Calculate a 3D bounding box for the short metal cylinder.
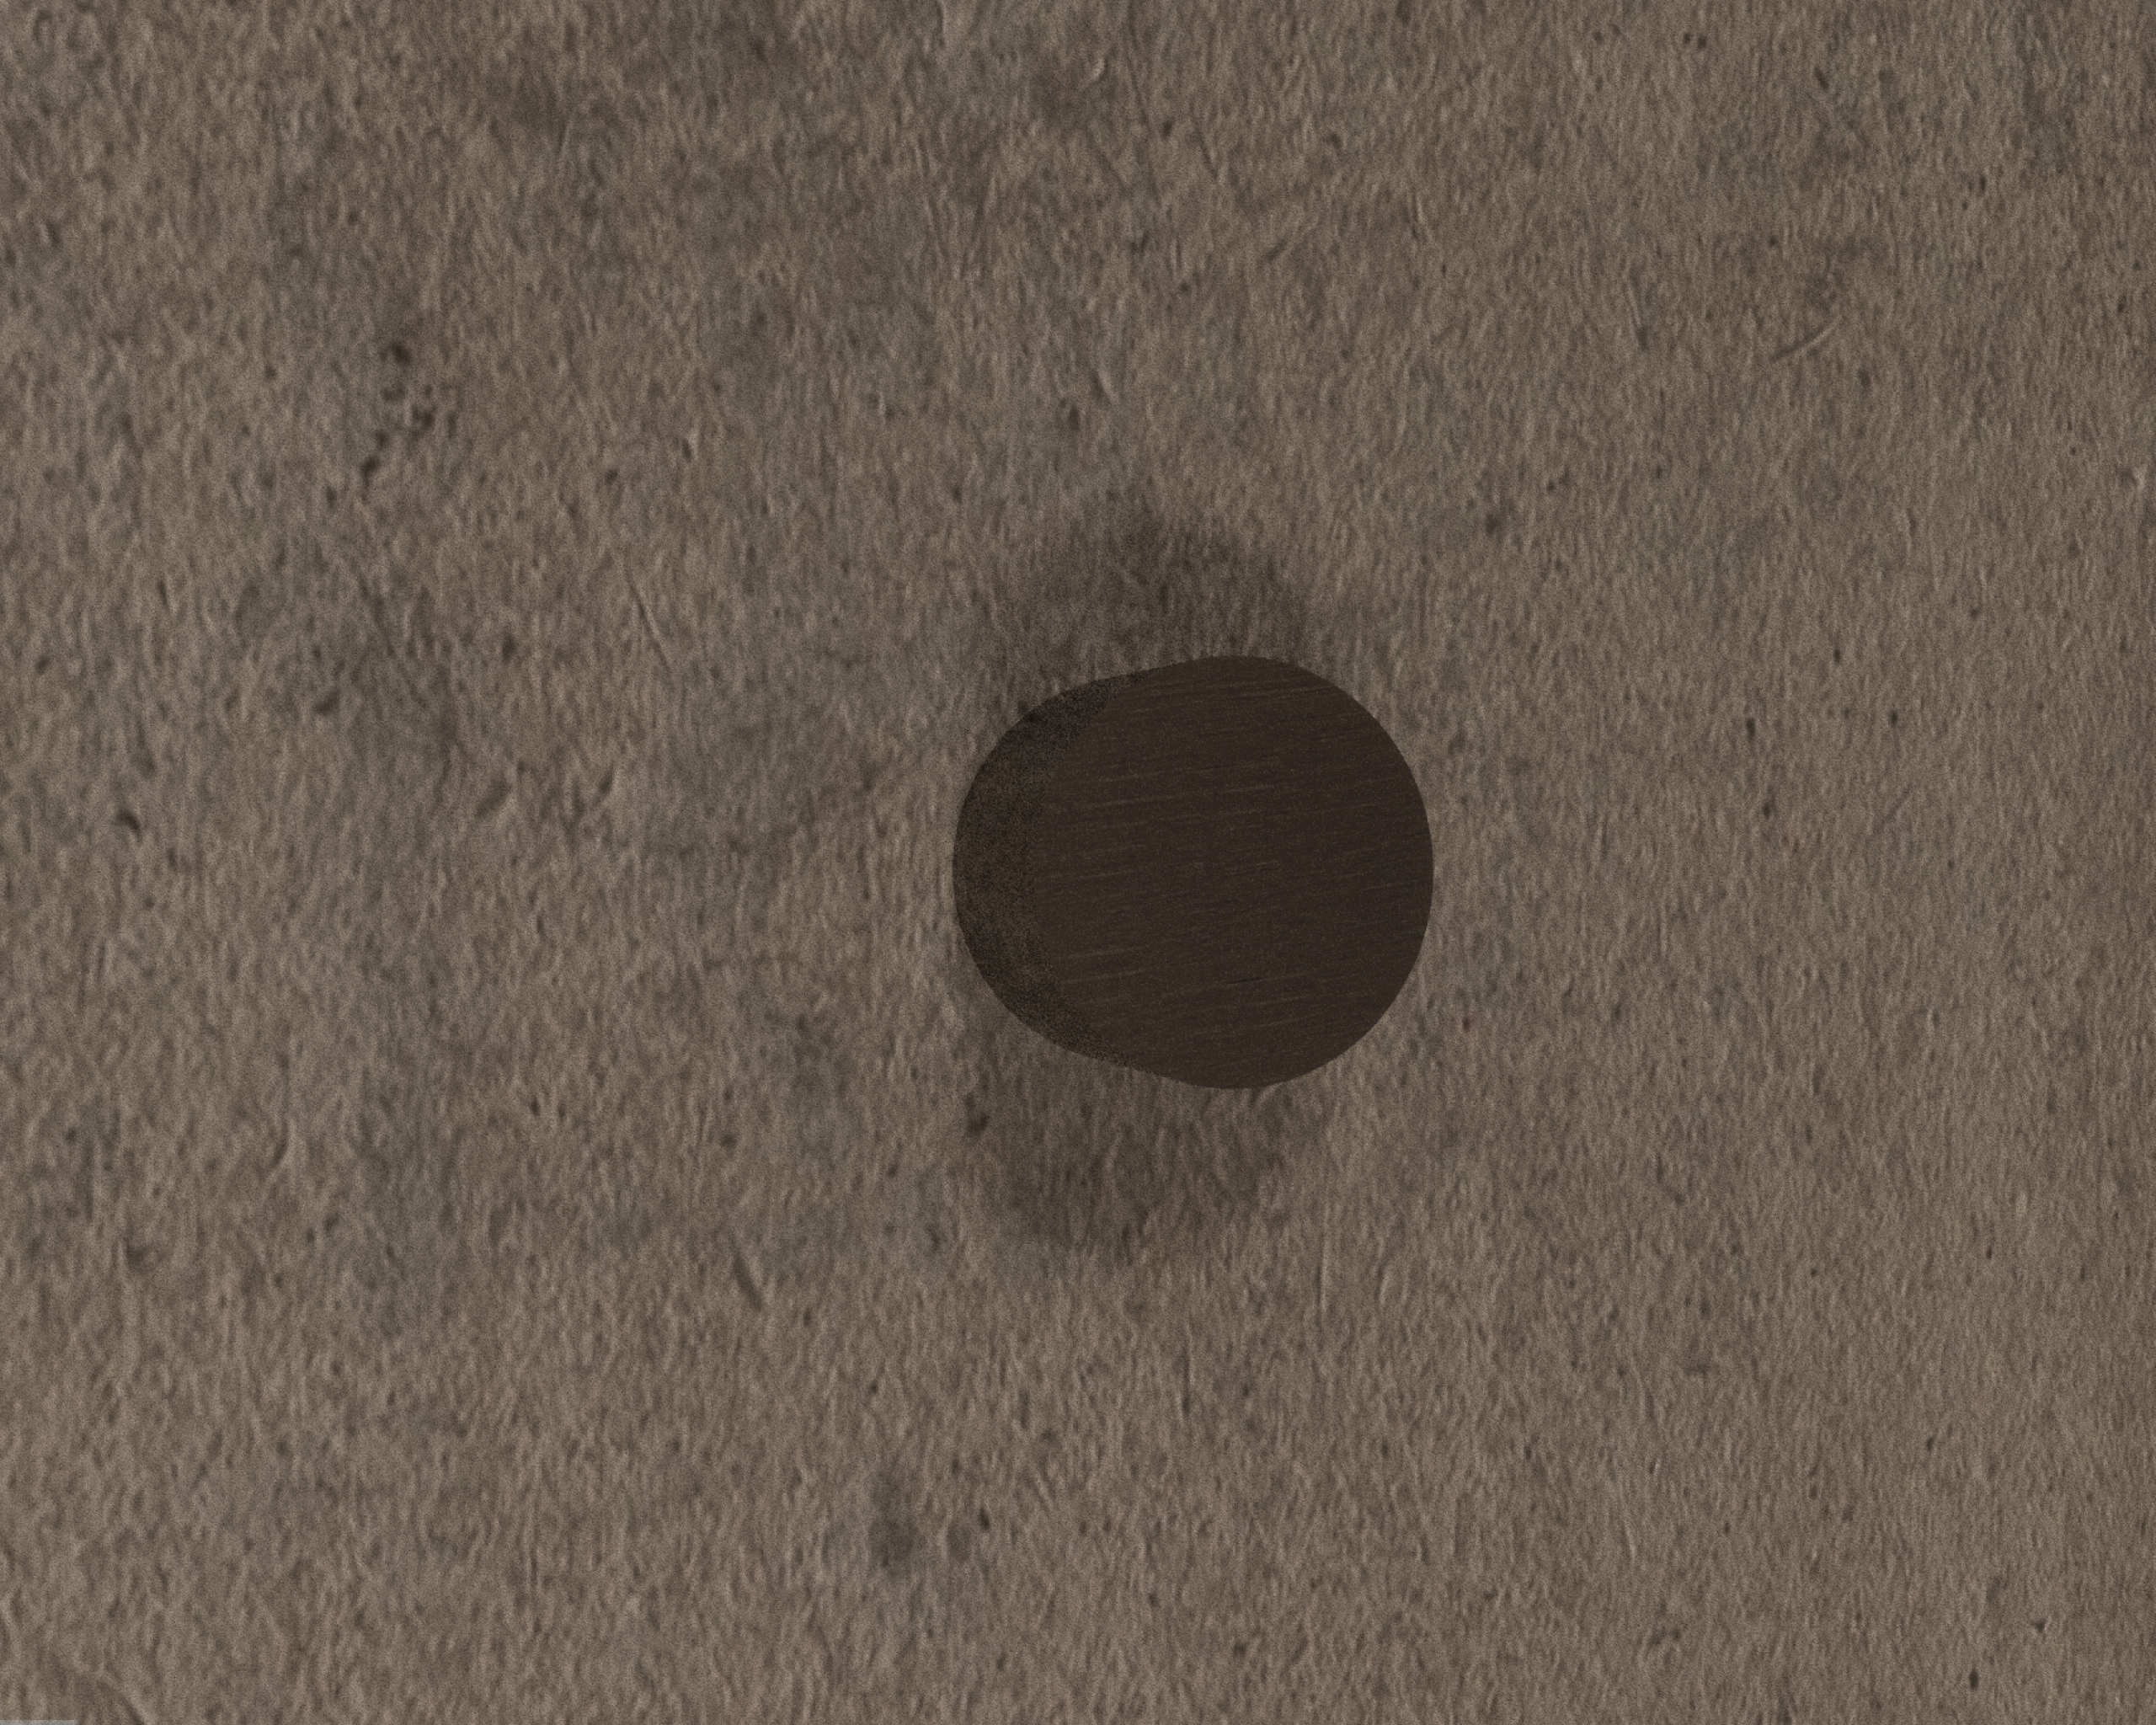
[{"bbox_3d":[0.021,0.002,0.406,0.081,0.050,0.079,0,90,-21],"label":"short metal cylinder"}]
